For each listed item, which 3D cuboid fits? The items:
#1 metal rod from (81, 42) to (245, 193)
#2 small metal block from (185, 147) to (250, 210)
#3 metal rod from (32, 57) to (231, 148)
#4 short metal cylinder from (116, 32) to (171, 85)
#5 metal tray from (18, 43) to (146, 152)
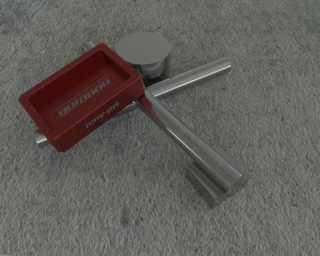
[{"bbox_3d":[-0.015,-0.031,0.398,0.025,0.025,0.300,-32,57,-24],"label":"metal rod"},{"bbox_3d":[0.065,0.057,0.358,0.050,0.025,0.050,-27,55,-21],"label":"small metal block"},{"bbox_3d":[-0.026,-0.043,0.441,0.302,0.025,0.025,-24,54,-19],"label":"metal rod"},{"bbox_3d":[-0.024,-0.103,0.474,0.081,0.050,0.080,0,50,0],"label":"short metal cylinder"},{"bbox_3d":[-0.096,-0.042,0.385,0.131,0.030,0.090,-38,59,-14],"label":"metal tray"}]
